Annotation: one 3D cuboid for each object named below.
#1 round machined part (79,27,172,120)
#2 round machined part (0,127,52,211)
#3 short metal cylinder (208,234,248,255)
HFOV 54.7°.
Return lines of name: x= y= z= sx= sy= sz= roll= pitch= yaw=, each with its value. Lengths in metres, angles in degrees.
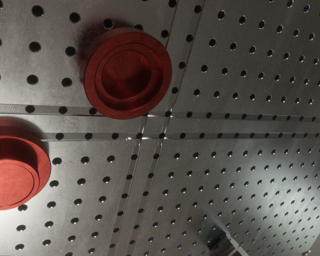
round machined part: x=-0.040 y=-0.062 z=0.342 sx=0.099 sy=0.042 sz=0.097 roll=-14 pitch=125 yaw=-21
round machined part: x=-0.170 y=0.051 z=0.339 sx=0.099 sy=0.042 sz=0.097 roll=-14 pitch=125 yaw=-21
short metal cylinder: x=0.142 y=0.260 z=0.617 sx=0.050 sy=0.080 sz=0.080 roll=-45 pitch=130 yaw=2
